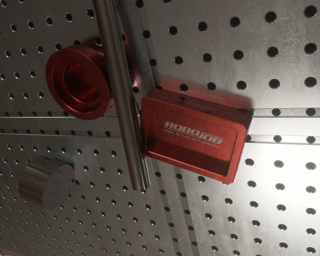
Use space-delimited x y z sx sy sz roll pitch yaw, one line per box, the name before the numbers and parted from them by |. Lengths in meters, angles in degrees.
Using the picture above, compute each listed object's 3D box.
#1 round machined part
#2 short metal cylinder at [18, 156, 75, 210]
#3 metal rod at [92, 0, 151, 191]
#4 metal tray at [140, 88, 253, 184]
round machined part | -0.098 -0.063 0.411 0.098 0.042 0.097 13 124 20
short metal cylinder | -0.193 0.093 0.532 0.050 0.080 0.079 17 125 18
metal rod | -0.049 -0.060 0.373 0.025 0.025 0.298 1 111 27
metal tray | 0.040 0.010 0.391 0.130 0.030 0.089 17 125 17
